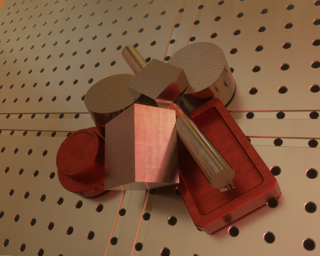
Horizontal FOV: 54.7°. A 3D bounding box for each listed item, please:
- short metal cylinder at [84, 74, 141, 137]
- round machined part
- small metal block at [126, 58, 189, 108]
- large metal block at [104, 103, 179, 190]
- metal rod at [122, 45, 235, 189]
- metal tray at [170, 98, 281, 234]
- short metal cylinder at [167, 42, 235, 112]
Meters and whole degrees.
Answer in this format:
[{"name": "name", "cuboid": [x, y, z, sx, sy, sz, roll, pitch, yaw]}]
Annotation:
[{"name": "short metal cylinder", "cuboid": [-0.055, -0.029, 0.420, 0.080, 0.050, 0.080, -8, 44, 9]}, {"name": "round machined part", "cuboid": [-0.100, 0.040, 0.420, 0.098, 0.042, 0.098, -13, 56, 21]}, {"name": "small metal block", "cuboid": [-0.003, -0.051, 0.368, 0.050, 0.025, 0.050, 30, 70, 38]}, {"name": "large metal block", "cuboid": [-0.024, 0.026, 0.350, 0.080, 0.050, 0.080, -27, 60, 55]}, {"name": "metal rod", "cuboid": [0.004, -0.038, 0.393, 0.025, 0.025, 0.300, -37, 42, 4]}, {"name": "metal tray", "cuboid": [0.058, 0.037, 0.347, 0.090, 0.030, 0.130, -31, 52, 7]}, {"name": "short metal cylinder", "cuboid": [0.051, -0.063, 0.400, 0.080, 0.050, 0.080, -13, 56, 21]}]
